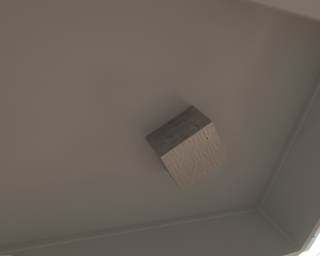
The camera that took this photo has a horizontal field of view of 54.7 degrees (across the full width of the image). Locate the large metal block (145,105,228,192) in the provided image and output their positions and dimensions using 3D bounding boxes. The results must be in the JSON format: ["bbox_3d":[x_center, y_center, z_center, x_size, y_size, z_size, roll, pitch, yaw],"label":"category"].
[{"bbox_3d":[0.039,0.029,0.433,0.080,0.050,0.080,-35,129,-6],"label":"large metal block"}]
